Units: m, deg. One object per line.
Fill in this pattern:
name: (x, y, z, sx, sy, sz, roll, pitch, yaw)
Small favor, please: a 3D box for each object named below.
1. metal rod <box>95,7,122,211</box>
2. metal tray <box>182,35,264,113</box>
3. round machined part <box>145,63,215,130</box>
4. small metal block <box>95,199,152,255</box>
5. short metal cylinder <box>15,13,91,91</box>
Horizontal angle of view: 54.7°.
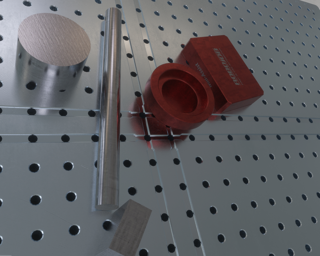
metal rod: (-0.064, -0.046, 0.401, 0.025, 0.025, 0.299, 11, 57, -23)
metal tray: (0.105, -0.094, 0.519, 0.091, 0.030, 0.130, -17, 70, -35)
round machined part: (0.024, -0.040, 0.435, 0.099, 0.042, 0.098, 14, 56, -21)
small metal block: (-0.037, 0.105, 0.308, 0.025, 0.050, 0.050, 31, 52, -9)
short metal cylinder: (-0.131, -0.092, 0.378, 0.081, 0.050, 0.080, 14, 56, -21)
